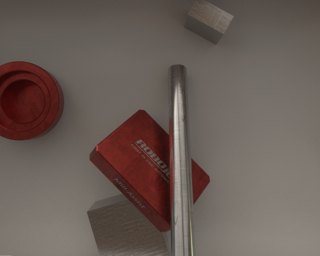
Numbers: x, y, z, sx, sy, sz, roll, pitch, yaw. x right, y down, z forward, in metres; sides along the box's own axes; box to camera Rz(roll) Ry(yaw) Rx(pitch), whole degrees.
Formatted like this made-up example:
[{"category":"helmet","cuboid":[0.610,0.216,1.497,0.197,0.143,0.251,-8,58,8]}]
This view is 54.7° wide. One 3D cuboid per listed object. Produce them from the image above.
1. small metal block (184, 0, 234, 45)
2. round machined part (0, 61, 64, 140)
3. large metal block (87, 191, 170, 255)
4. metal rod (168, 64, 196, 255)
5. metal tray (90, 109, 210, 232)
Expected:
[{"category":"small metal block","cuboid":[0.061,-0.137,0.400,0.050,0.050,0.025,29,90,-1]},{"category":"round machined part","cuboid":[-0.173,-0.034,0.401,0.099,0.042,0.097,0,90,-1]},{"category":"large metal block","cuboid":[-0.038,0.128,0.399,0.080,0.050,0.080,-16,90,-1]},{"category":"metal rod","cuboid":[0.024,0.058,0.350,0.025,0.025,0.299,0,65,0]},{"category":"metal tray","cuboid":[-0.010,0.050,0.384,0.130,0.030,0.090,46,51,0]}]
